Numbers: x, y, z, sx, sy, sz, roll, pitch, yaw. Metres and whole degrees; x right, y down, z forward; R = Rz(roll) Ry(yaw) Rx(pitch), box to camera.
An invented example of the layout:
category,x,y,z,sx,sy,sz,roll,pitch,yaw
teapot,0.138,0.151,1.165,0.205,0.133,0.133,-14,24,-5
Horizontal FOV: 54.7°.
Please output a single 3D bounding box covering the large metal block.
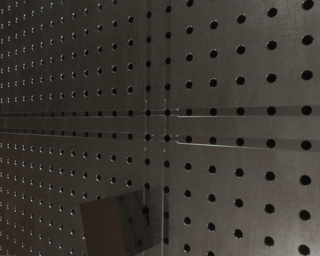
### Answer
category,x,y,z,sx,sy,sz,roll,pitch,yaw
large metal block,-0.064,0.139,0.444,0.080,0.050,0.080,-20,77,38
